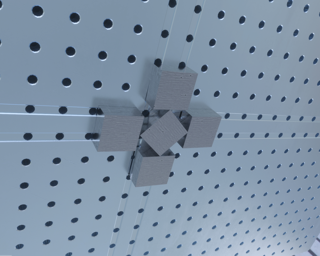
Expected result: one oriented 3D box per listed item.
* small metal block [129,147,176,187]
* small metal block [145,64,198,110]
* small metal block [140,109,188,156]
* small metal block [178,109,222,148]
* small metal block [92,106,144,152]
[{"bbox_3d":[-0.011,0.054,0.440,0.050,0.025,0.050,0,118,-29],"label":"small metal block"},{"bbox_3d":[0.014,-0.051,0.389,0.050,0.025,0.050,-1,119,-29],"label":"small metal block"},{"bbox_3d":[0.001,0.002,0.414,0.050,0.025,0.050,-41,130,-1],"label":"small metal block"},{"bbox_3d":[0.054,0.001,0.443,0.050,0.025,0.050,0,119,-29],"label":"small metal block"},{"bbox_3d":[-0.052,0.001,0.384,0.050,0.025,0.050,1,118,-30],"label":"small metal block"}]
